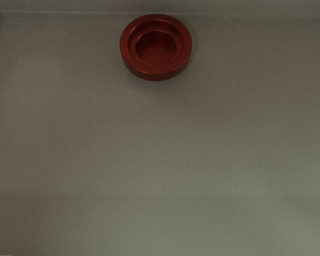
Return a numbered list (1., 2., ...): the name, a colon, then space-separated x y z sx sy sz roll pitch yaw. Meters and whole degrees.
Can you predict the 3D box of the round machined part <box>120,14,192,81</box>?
1. round machined part: -0.006 -0.109 0.441 0.099 0.042 0.098 0 70 0
